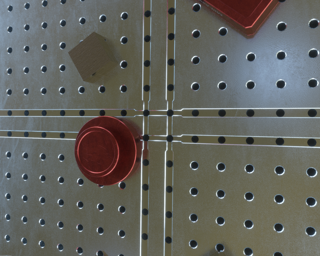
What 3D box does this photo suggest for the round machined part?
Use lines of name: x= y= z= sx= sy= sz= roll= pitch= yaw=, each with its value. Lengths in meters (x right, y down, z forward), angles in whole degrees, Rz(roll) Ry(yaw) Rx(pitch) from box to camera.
round machined part: x=-0.078 y=0.032 z=0.431 sx=0.098 sy=0.042 sz=0.097 roll=0 pitch=90 yaw=20

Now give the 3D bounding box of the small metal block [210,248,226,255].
small metal block: x=0.070 y=0.190 z=0.388 sx=0.050 sy=0.025 sz=0.050 roll=-39 pitch=78 yaw=15

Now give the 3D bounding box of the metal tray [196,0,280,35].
metal tray: x=0.087 y=-0.188 z=0.379 sx=0.130 sy=0.030 sz=0.090 roll=41 pitch=103 yaw=15

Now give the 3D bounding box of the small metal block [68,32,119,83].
small metal block: x=-0.096 y=-0.100 z=0.446 sx=0.050 sy=0.025 sz=0.050 roll=-33 pitch=80 yaw=17
